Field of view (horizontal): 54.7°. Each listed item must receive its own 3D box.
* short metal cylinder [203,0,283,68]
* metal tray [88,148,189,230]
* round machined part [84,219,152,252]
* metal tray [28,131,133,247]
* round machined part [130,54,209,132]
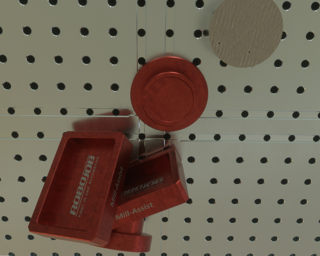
[{"bbox_3d":[0.093,-0.114,0.359,0.081,0.050,0.079,0,110,-1],"label":"short metal cylinder"},{"bbox_3d":[-0.032,0.080,0.406,0.130,0.090,0.030,-22,113,7],"label":"metal tray"},{"bbox_3d":[-0.059,0.144,0.437,0.099,0.098,0.042,11,74,-5],"label":"round machined part"},{"bbox_3d":[-0.092,0.067,0.373,0.090,0.130,0.030,0,150,21],"label":"metal tray"},{"bbox_3d":[0.012,-0.041,0.390,0.099,0.042,0.097,0,110,-1],"label":"round machined part"}]
